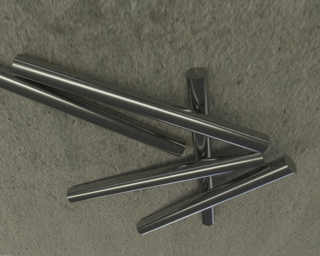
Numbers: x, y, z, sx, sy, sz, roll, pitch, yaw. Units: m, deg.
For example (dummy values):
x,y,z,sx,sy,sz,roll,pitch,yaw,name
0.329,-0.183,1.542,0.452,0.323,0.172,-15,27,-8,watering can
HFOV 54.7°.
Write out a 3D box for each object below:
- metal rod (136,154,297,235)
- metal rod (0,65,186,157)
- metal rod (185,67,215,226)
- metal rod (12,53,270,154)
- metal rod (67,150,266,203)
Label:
x,y,z,sx,sy,sz,roll,pitch,yaw,name
0.064,0.112,0.471,0.025,0.025,0.299,33,132,-25,metal rod
-0.102,-0.026,0.383,0.302,0.025,0.025,22,126,-19,metal rod
0.063,0.049,0.450,0.025,0.025,0.298,-7,130,5,metal rod
-0.016,-0.026,0.361,0.302,0.025,0.025,18,128,-6,metal rod
-0.005,0.072,0.445,0.301,0.025,0.025,-15,129,20,metal rod
